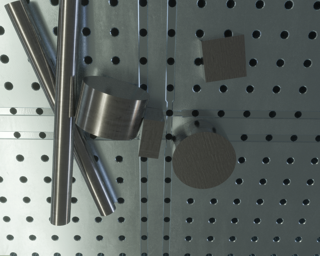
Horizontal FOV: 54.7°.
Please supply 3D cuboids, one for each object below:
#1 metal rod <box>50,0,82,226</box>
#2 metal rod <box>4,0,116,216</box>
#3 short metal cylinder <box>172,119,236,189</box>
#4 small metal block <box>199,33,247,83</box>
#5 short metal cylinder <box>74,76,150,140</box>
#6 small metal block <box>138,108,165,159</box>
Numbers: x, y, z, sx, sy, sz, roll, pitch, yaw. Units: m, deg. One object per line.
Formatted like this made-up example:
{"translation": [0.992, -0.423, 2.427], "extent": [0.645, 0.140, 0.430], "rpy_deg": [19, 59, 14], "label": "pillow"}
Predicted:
{"translation": [-0.116, -0.023, 0.379], "extent": [0.025, 0.025, 0.298], "rpy_deg": [6, 101, -2], "label": "metal rod"}
{"translation": [-0.122, -0.011, 0.407], "extent": [0.025, 0.025, 0.298], "rpy_deg": [-17, 110, 6], "label": "metal rod"}
{"translation": [0.056, 0.033, 0.413], "extent": [0.081, 0.050, 0.079], "rpy_deg": [0, 110, 0], "label": "short metal cylinder"}
{"translation": [0.077, -0.087, 0.382], "extent": [0.050, 0.025, 0.050], "rpy_deg": [-8, 110, 3], "label": "small metal block"}
{"translation": [-0.058, -0.026, 0.374], "extent": [0.080, 0.080, 0.050], "rpy_deg": [16, 109, -6], "label": "short metal cylinder"}
{"translation": [-0.012, 0.005, 0.401], "extent": [0.025, 0.050, 0.050], "rpy_deg": [8, 110, -6], "label": "small metal block"}
